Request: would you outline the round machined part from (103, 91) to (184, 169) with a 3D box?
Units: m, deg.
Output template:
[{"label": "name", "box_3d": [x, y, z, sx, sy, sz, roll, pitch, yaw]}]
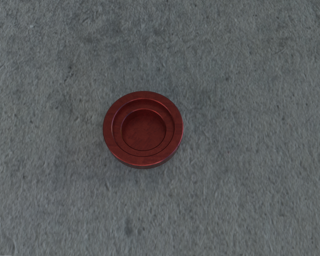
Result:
[{"label": "round machined part", "box_3d": [-0.020, 0.005, 0.397, 0.099, 0.042, 0.098, 0, 70, -1]}]
